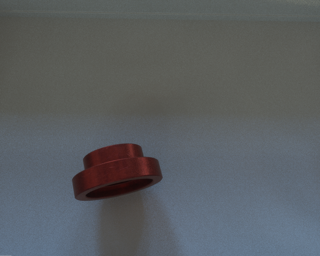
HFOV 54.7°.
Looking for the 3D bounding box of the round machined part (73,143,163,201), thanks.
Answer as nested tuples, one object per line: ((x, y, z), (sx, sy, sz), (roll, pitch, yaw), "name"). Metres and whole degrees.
((-0.050, 0.049, 0.352), (0.099, 0.098, 0.042), (-13, 71, -5), "round machined part")
